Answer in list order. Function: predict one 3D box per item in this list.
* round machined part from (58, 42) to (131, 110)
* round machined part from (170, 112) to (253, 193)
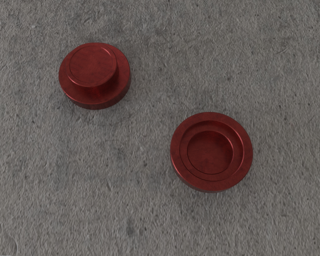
[{"bbox_3d":[-0.091,-0.078,0.427,0.099,0.042,0.098,0,70,0],"label":"round machined part"},{"bbox_3d":[0.061,0.032,0.387,0.099,0.042,0.098,0,70,0],"label":"round machined part"}]
